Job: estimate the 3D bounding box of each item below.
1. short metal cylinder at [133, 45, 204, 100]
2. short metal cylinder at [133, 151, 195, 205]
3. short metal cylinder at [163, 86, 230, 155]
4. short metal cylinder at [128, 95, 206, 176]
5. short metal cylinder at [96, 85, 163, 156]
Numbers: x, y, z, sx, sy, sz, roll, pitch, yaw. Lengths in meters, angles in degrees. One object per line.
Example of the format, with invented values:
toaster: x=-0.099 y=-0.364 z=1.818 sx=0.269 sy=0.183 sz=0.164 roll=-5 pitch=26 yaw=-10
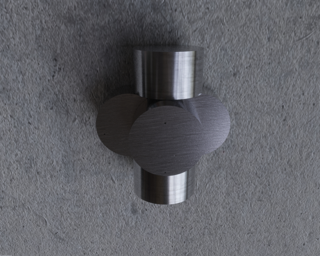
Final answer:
short metal cylinder: x=0.010 y=-0.067 z=0.358 sx=0.081 sy=0.080 sz=0.050 roll=0 pitch=110 yaw=-1
short metal cylinder: x=0.006 y=0.055 z=0.403 sx=0.081 sy=0.080 sz=0.050 roll=0 pitch=110 yaw=-1
short metal cylinder: x=0.044 y=-0.011 z=0.394 sx=0.081 sy=0.050 sz=0.079 roll=0 pitch=110 yaw=-1
short metal cylinder: x=0.007 y=0.006 z=0.346 sx=0.081 sy=0.050 sz=0.079 roll=0 pitch=110 yaw=-1
short metal cylinder: x=-0.036 y=-0.011 z=0.393 sx=0.081 sy=0.050 sz=0.079 roll=0 pitch=110 yaw=-1
